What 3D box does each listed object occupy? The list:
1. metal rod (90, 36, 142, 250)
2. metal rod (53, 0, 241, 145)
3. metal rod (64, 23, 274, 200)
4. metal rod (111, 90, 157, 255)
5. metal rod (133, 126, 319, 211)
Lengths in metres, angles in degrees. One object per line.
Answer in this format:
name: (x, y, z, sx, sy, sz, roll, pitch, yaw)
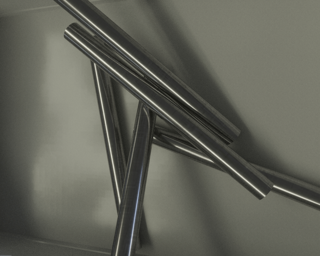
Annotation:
metal rod: (-0.065, 0.019, 0.433, 0.025, 0.025, 0.298, -12, 86, 19)
metal rod: (-0.025, -0.083, 0.359, 0.300, 0.025, 0.025, 39, 104, -8)
metal rod: (0.004, -0.025, 0.364, 0.300, 0.025, 0.025, 40, 103, 8)
metal rod: (-0.027, 0.053, 0.355, 0.025, 0.025, 0.299, -1, 65, 20)
metal rod: (0.103, 0.051, 0.373, 0.301, 0.025, 0.025, 21, 97, 18)
